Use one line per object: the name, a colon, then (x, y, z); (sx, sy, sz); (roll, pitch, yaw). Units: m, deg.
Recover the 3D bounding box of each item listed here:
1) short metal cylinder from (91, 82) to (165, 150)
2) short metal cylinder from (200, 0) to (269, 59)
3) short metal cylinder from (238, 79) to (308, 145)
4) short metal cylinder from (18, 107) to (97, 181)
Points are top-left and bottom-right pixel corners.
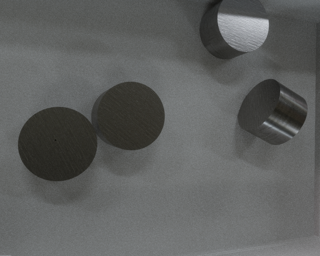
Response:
short metal cylinder: (-0.041, -0.014, 0.382); (0.081, 0.050, 0.080); (0, 90, -20)
short metal cylinder: (0.103, -0.141, 0.435); (0.081, 0.050, 0.080); (0, 90, -20)
short metal cylinder: (0.158, -0.022, 0.439); (0.050, 0.080, 0.080); (27, 81, -18)
short metal cylinder: (-0.116, 0.017, 0.354); (0.081, 0.050, 0.080); (0, 90, -20)
